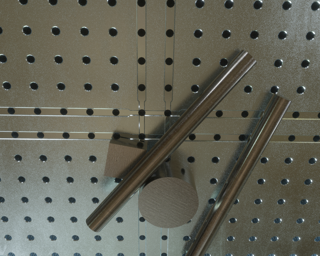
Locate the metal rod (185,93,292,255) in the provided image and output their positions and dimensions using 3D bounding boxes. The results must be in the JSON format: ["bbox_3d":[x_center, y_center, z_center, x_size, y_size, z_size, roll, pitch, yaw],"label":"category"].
[{"bbox_3d":[0.103,0.090,0.448,0.025,0.025,0.298,21,109,-8],"label":"metal rod"}]

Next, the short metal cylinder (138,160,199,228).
[{"bbox_3d":[0.011,0.092,0.434,0.081,0.050,0.079,0,110,-1],"label":"short metal cylinder"}]

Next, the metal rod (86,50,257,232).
[{"bbox_3d":[0.010,0.022,0.401,0.025,0.025,0.299,41,97,-14],"label":"metal rod"}]

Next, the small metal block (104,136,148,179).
[{"bbox_3d":[-0.047,0.043,0.429,0.050,0.025,0.050,11,110,-5],"label":"small metal block"}]
